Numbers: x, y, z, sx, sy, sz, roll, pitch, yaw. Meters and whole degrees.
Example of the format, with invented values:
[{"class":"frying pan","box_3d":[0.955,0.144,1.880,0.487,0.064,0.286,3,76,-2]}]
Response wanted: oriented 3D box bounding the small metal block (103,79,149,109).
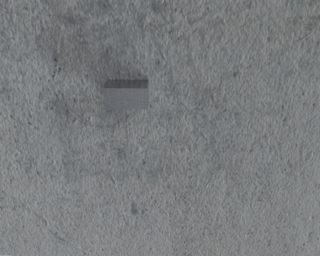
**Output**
[{"class":"small metal block","box_3d":[-0.039,-0.042,0.380,0.050,0.050,0.025,0,110,-1]}]
